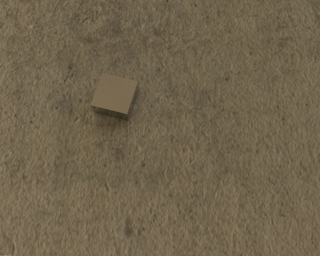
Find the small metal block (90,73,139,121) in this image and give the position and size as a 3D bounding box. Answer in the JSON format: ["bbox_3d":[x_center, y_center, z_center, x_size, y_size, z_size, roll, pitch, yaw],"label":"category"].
[{"bbox_3d":[-0.060,-0.042,0.423,0.050,0.025,0.050,14,70,4],"label":"small metal block"}]
